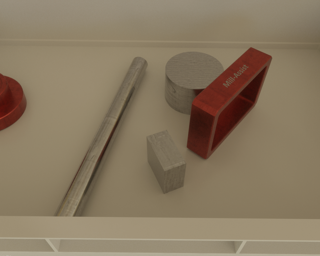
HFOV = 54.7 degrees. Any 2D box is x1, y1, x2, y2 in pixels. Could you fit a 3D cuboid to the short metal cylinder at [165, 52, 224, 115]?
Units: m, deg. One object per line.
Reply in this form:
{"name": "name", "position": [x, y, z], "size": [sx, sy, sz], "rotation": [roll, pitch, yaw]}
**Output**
{"name": "short metal cylinder", "position": [0.047, -0.065, 0.444], "size": [0.081, 0.050, 0.080], "rotation": [0, 50, 0]}

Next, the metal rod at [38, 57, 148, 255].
{"name": "metal rod", "position": [-0.069, 0.009, 0.396], "size": [0.025, 0.025, 0.300], "rotation": [12, 51, 9]}

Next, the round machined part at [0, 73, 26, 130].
{"name": "round machined part", "position": [-0.240, -0.042, 0.422], "size": [0.099, 0.042, 0.098], "rotation": [3, 50, -3]}

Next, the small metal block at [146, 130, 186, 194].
{"name": "small metal block", "position": [0.006, 0.039, 0.356], "size": [0.025, 0.050, 0.050], "rotation": [-18, 53, -15]}

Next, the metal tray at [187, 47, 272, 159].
{"name": "metal tray", "position": [0.087, -0.032, 0.390], "size": [0.030, 0.089, 0.131], "rotation": [33, 57, 24]}
